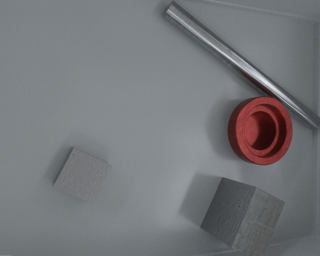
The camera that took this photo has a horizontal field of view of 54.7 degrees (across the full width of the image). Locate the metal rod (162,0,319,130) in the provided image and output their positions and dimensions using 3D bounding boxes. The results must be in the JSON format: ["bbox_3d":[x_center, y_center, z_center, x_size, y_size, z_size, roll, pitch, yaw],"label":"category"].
[{"bbox_3d":[0.131,-0.084,0.460,0.301,0.025,0.025,32,79,-18],"label":"metal rod"}]

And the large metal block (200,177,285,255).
[{"bbox_3d":[0.110,0.120,0.424,0.050,0.080,0.080,29,80,-18],"label":"large metal block"}]

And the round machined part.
[{"bbox_3d":[0.141,0.004,0.455,0.099,0.042,0.097,0,90,-21],"label":"round machined part"}]

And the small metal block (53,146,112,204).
[{"bbox_3d":[-0.095,0.056,0.376,0.050,0.025,0.050,29,80,-18],"label":"small metal block"}]
